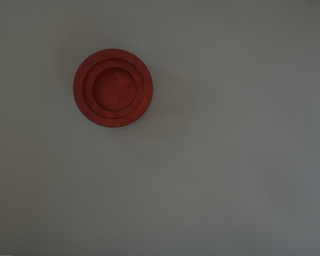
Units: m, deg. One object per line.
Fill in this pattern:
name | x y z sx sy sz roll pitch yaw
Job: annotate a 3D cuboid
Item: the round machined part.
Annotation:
round machined part | -0.058 -0.049 0.402 0.099 0.042 0.097 0 90 0
